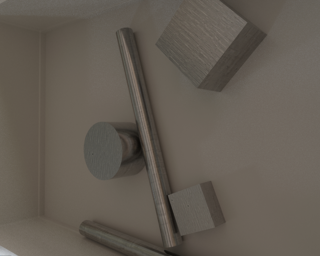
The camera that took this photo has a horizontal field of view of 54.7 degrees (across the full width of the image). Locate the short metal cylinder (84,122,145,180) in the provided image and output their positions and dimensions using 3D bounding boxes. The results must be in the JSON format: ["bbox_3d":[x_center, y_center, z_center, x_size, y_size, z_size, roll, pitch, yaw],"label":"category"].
[{"bbox_3d":[-0.063,0.031,0.440,0.080,0.050,0.079,0,90,39],"label":"short metal cylinder"}]

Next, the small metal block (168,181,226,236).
[{"bbox_3d":[0.043,0.096,0.370,0.050,0.025,0.050,-29,72,36],"label":"small metal block"}]

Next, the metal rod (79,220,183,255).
[{"bbox_3d":[-0.010,0.165,0.402,0.300,0.025,0.025,1,91,43],"label":"metal rod"}]

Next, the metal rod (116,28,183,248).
[{"bbox_3d":[-0.017,0.004,0.418,0.025,0.025,0.299,-22,76,37],"label":"metal rod"}]

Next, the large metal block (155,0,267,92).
[{"bbox_3d":[0.054,-0.098,0.345,0.080,0.050,0.080,52,120,27],"label":"large metal block"}]
